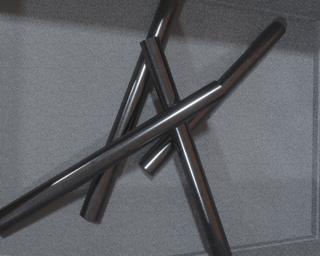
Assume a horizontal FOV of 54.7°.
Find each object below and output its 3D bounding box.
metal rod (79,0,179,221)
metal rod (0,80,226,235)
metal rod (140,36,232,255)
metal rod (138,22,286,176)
[{"bbox_3d":[-0.036,-0.030,0.397,0.025,0.025,0.299,22,82,-19],"label":"metal rod"},{"bbox_3d":[-0.057,0.032,0.356,0.301,0.025,0.025,-31,101,-5],"label":"metal rod"},{"bbox_3d":[0.036,0.032,0.397,0.025,0.025,0.298,-22,98,-19],"label":"metal rod"},{"bbox_3d":[0.082,-0.050,0.442,0.301,0.025,0.025,-46,105,-15],"label":"metal rod"}]
